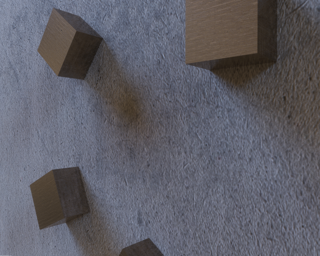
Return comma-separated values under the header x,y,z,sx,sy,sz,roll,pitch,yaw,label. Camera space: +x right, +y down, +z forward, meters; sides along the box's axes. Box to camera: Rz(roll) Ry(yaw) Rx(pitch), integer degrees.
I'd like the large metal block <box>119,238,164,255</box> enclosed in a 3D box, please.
x,y,z,sx,sy,sz,roll,pitch,yaw,label
-0.023,0.209,0.408,0.080,0.050,0.080,41,115,32,large metal block

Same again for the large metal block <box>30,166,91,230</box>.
x,y,z,sx,sy,sz,roll,pitch,yaw,label
-0.173,0.120,0.532,0.080,0.050,0.080,-31,71,35,large metal block

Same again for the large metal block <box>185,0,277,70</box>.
x,y,z,sx,sy,sz,roll,pitch,yaw,label
0.074,-0.109,0.327,0.080,0.050,0.080,1,90,40,large metal block

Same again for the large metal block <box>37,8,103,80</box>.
x,y,z,sx,sy,sz,roll,pitch,yaw,label
-0.151,-0.138,0.514,0.080,0.050,0.080,46,118,30,large metal block
